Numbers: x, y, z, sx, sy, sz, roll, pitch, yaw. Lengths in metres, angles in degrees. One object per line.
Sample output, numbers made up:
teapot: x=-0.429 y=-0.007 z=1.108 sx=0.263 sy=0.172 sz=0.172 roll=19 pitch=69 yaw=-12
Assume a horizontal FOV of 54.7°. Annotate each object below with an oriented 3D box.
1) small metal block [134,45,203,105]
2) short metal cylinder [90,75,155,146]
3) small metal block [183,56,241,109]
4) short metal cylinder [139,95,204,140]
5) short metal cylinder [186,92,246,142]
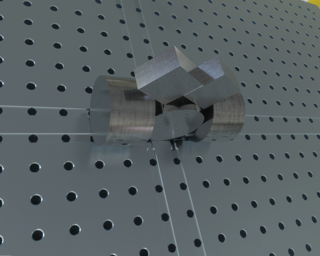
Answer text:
small metal block: x=0.009 y=-0.053 z=0.325 sx=0.050 sy=0.050 sz=0.025 roll=25 pitch=45 yaw=-54
short metal cylinder: x=-0.046 y=-0.019 z=0.359 sx=0.050 sy=0.080 sz=0.080 roll=1 pitch=61 yaw=-28
small metal block: x=0.057 y=-0.050 z=0.355 sx=0.050 sy=0.050 sz=0.025 roll=24 pitch=46 yaw=-53
short metal cylinder: x=0.010 y=-0.024 z=0.393 sx=0.081 sy=0.080 sz=0.050 roll=1 pitch=62 yaw=-28
short metal cylinder: x=0.069 y=-0.021 z=0.422 sx=0.050 sy=0.080 sz=0.080 roll=0 pitch=62 yaw=-27
